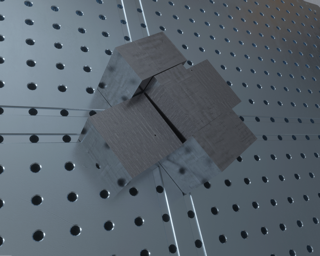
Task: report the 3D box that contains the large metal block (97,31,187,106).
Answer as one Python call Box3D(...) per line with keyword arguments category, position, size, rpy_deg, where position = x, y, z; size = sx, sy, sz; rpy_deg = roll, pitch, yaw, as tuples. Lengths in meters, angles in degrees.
Box3D(category="large metal block", position=(-0.024, -0.069, 0.401), size=(0.081, 0.080, 0.050), rpy_deg=(-32, 79, -38))

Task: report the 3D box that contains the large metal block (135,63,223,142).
Box3D(category="large metal block", position=(0.018, -0.020, 0.394), size=(0.050, 0.080, 0.080), rpy_deg=(-33, 80, -38))

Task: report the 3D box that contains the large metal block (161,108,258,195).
Box3D(category="large metal block", position=(0.060, 0.029, 0.386), size=(0.081, 0.080, 0.050), rpy_deg=(-32, 80, -39))

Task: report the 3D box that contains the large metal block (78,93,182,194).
Box3D(category="large metal block", position=(-0.034, 0.016, 0.365), size=(0.081, 0.050, 0.080), rpy_deg=(-30, 78, -38))

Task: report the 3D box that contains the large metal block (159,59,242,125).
Box3D(category="large metal block", position=(0.056, -0.042, 0.446), size=(0.081, 0.050, 0.080), rpy_deg=(-33, 82, -38))
